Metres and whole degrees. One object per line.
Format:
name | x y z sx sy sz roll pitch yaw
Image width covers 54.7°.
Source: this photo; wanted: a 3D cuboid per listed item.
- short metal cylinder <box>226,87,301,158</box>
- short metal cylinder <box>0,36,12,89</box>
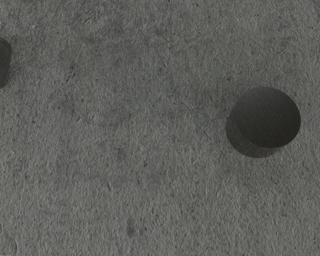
short metal cylinder | 0.130 -0.006 0.398 0.081 0.050 0.080 0 70 0
short metal cylinder | -0.244 -0.090 0.410 0.080 0.080 0.050 1 70 0
